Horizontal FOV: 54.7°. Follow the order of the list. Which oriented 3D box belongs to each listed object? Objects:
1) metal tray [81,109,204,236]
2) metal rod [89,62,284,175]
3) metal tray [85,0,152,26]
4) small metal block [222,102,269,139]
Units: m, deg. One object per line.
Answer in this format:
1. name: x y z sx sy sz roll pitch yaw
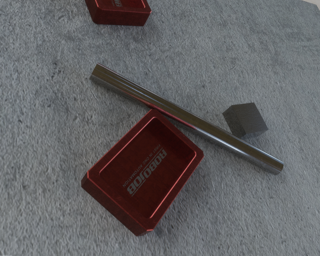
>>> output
1. metal tray: -0.015 0.047 0.365 0.090 0.030 0.131 42 51 0
2. metal rod: 0.045 -0.007 0.434 0.301 0.025 0.025 27 52 -12
3. metal tray: -0.078 -0.224 0.496 0.091 0.030 0.130 -9 67 -33
4. small metal block: 0.134 -0.010 0.485 0.050 0.025 0.050 -9 66 -32
